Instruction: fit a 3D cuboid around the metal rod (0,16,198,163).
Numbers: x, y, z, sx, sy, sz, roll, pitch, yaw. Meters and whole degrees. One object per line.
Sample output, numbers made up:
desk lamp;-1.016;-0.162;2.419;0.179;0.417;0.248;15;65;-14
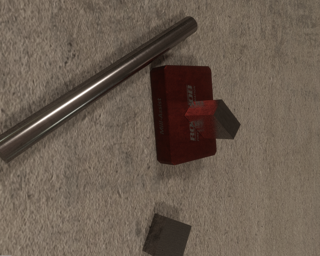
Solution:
metal rod;-0.052;-0.063;0.362;0.302;0.025;0.025;-42;116;-32

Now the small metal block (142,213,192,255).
small metal block;0.011;0.148;0.416;0.050;0.025;0.050;31;71;-36

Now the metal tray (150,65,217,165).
metal tray;0.035;-0.020;0.433;0.091;0.030;0.129;-8;95;-40

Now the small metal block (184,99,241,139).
small metal block;0.069;-0.011;0.409;0.050;0.050;0.025;46;63;-31
